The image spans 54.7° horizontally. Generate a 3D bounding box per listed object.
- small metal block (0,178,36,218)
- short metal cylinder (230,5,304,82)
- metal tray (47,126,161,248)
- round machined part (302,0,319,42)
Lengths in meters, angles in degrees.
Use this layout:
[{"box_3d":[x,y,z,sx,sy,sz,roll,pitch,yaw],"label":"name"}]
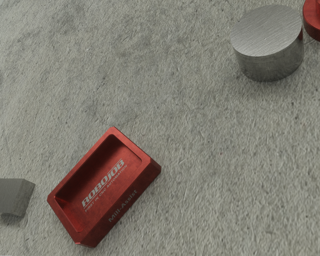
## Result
[{"box_3d":[-0.219,0.102,0.456,0.050,0.025,0.050,-4,60,26],"label":"small metal block"},{"box_3d":[0.133,-0.104,0.382,0.080,0.050,0.080,-13,56,21],"label":"short metal cylinder"},{"box_3d":[-0.073,0.071,0.394,0.130,0.030,0.090,-48,52,-6],"label":"metal tray"},{"box_3d":[0.223,-0.150,0.368,0.098,0.042,0.098,-13,56,21],"label":"round machined part"}]
